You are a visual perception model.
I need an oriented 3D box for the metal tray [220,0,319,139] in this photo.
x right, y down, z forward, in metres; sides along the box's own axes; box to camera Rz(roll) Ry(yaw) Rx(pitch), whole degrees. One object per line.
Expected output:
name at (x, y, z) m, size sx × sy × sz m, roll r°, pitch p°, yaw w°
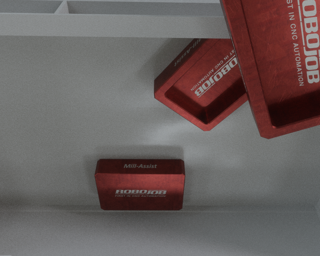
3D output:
metal tray at (0.096, -0.057, 0.202) m, size 0.090 × 0.030 × 0.130 m, roll -18°, pitch 128°, yaw 14°

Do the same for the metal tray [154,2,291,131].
metal tray at (0.066, -0.062, 0.353) m, size 0.090 × 0.030 × 0.129 m, roll 32°, pitch 123°, yaw -25°

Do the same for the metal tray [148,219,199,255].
metal tray at (0.024, 0.225, 0.600) m, size 0.091 × 0.030 × 0.129 m, roll 0°, pitch 130°, yaw 0°

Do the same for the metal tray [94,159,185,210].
metal tray at (-0.029, 0.090, 0.482) m, size 0.131 × 0.030 × 0.089 m, roll 0°, pitch 130°, yaw -1°
